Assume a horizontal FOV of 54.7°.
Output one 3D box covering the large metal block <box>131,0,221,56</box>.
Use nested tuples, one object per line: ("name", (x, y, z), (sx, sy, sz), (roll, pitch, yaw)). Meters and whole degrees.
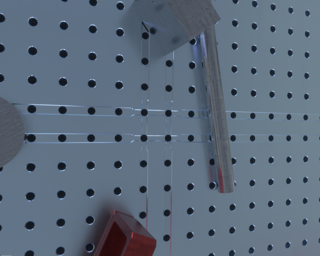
("large metal block", (0.017, -0.146, 0.389), (0.050, 0.080, 0.080), (-38, 103, -16))

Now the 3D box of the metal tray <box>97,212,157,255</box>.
("metal tray", (-0.055, 0.173, 0.357), (0.030, 0.090, 0.130), (26, 81, -18))

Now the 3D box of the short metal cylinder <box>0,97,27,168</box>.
("short metal cylinder", (-0.187, 0.004, 0.330), (0.081, 0.050, 0.080), (0, 90, -20))

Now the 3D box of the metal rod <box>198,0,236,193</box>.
("metal rod", (0.076, -0.057, 0.440), (0.025, 0.025, 0.298), (-9, 93, -20))
